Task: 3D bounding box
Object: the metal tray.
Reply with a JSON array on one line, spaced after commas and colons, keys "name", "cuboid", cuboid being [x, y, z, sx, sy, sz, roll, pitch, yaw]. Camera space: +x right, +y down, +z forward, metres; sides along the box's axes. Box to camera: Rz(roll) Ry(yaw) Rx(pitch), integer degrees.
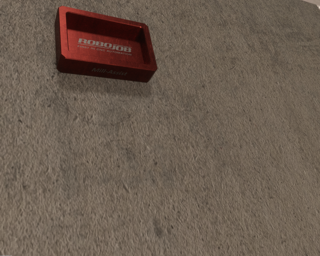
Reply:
[{"name": "metal tray", "cuboid": [-0.075, -0.114, 0.430, 0.131, 0.030, 0.090, 3, 61, -27]}]
